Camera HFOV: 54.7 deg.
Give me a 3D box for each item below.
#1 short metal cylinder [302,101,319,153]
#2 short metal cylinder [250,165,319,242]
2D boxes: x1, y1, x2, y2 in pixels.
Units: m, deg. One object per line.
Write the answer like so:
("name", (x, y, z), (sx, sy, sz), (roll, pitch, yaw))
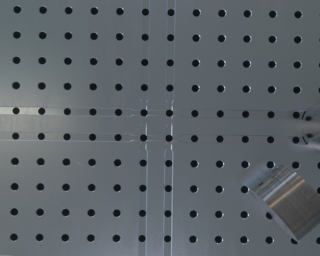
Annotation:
("short metal cylinder", (0.236, -0.002, 0.403), (0.081, 0.050, 0.079), (0, 90, 0))
("short metal cylinder", (0.161, 0.093, 0.387), (0.050, 0.080, 0.080), (-40, 90, 0))
